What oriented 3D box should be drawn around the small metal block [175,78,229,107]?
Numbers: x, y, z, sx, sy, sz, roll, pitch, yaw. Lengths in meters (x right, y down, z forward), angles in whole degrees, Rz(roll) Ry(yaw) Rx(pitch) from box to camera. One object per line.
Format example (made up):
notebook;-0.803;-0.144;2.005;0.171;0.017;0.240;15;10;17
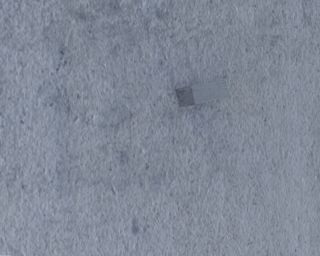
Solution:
small metal block;0.056;-0.047;0.416;0.050;0.050;0.025;-14;95;-19
